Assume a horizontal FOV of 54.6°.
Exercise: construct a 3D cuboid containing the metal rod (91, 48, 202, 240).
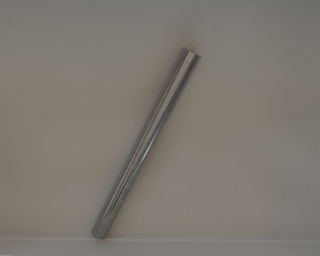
[{"bbox_3d":[-0.026,0.034,0.423,0.025,0.025,0.298,25,108,-9],"label":"metal rod"}]
